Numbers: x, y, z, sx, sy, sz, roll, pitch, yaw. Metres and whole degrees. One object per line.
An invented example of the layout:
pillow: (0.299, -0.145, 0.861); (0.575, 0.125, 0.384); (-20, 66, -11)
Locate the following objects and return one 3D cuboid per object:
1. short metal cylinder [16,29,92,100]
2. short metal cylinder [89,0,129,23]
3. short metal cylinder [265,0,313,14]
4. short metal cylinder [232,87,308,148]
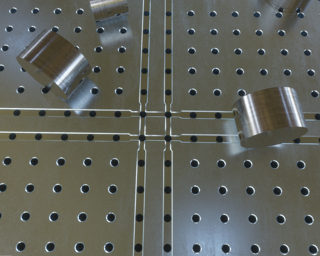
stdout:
short metal cylinder: (-0.139, -0.083, 0.411); (0.080, 0.080, 0.050); (33, 73, 11)
short metal cylinder: (-0.082, -0.201, 0.455); (0.050, 0.080, 0.080); (-17, 71, -6)
short metal cylinder: (0.209, -0.228, 0.484); (0.081, 0.050, 0.080); (0, 70, 0)
short metal cylinder: (0.136, -0.011, 0.388); (0.081, 0.080, 0.050); (-7, 70, -3)
